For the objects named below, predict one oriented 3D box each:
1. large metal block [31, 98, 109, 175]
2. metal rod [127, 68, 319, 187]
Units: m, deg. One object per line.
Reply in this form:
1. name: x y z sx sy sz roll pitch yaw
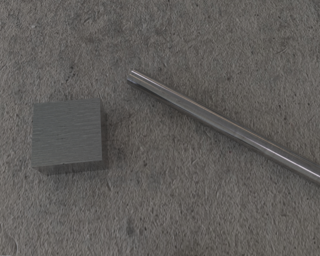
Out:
1. large metal block: -0.110 0.012 0.390 0.081 0.050 0.080 -5 70 -2
2. metal rod: 0.090 -0.001 0.408 0.301 0.025 0.025 29 73 10
